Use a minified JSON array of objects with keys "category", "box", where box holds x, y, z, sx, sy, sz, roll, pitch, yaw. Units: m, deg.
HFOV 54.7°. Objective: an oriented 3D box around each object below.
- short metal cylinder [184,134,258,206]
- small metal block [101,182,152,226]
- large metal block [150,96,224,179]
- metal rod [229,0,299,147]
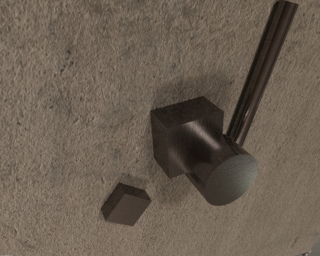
[{"category":"short metal cylinder","box":[0.079,0.054,0.405,0.081,0.050,0.079,-14,125,-21]},{"category":"small metal block","box":[-0.049,0.112,0.451,0.050,0.025,0.050,26,104,-38]},{"category":"large metal block","box":[0.036,0.011,0.419,0.081,0.050,0.079,-17,125,-19]},{"category":"metal rod","box":[0.133,-0.032,0.461,0.025,0.025,0.298,0,119,-29]}]
